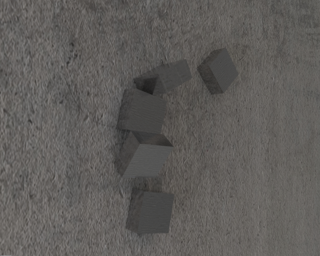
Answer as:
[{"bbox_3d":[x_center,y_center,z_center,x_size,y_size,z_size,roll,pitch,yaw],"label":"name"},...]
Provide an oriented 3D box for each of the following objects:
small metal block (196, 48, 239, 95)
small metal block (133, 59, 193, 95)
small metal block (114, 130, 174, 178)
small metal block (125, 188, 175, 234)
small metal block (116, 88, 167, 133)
[{"bbox_3d":[0.090,-0.088,0.480,0.050,0.025,0.050,-49,119,-29],"label":"small metal block"},{"bbox_3d":[0.004,-0.063,0.391,0.050,0.050,0.025,-34,111,-35],"label":"small metal block"},{"bbox_3d":[-0.020,0.033,0.372,0.050,0.025,0.050,8,121,-40],"label":"small metal block"},{"bbox_3d":[-0.012,0.106,0.395,0.050,0.025,0.050,15,80,-39],"label":"small metal block"},{"bbox_3d":[-0.022,-0.017,0.386,0.050,0.025,0.050,18,79,-39],"label":"small metal block"}]
